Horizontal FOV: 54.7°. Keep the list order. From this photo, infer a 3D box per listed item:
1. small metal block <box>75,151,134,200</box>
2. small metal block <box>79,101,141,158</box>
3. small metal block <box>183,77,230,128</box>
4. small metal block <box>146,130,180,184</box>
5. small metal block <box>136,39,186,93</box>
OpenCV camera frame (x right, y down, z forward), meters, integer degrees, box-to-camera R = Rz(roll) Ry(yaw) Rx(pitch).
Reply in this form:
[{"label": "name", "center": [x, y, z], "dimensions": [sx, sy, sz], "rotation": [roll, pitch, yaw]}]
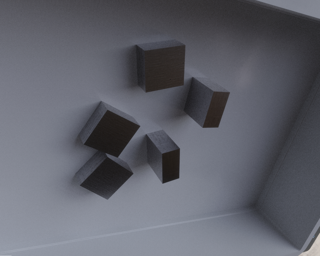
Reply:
[{"label": "small metal block", "center": [-0.073, 0.060, 0.407], "dimensions": [0.050, 0.025, 0.050], "rotation": [-46, 130, 3]}, {"label": "small metal block", "center": [-0.061, 0.002, 0.378], "dimensions": [0.050, 0.025, 0.050], "rotation": [28, 103, -38]}, {"label": "small metal block", "center": [0.060, -0.034, 0.406], "dimensions": [0.025, 0.050, 0.050], "rotation": [-1, 119, -28]}, {"label": "small metal block", "center": [0.004, 0.038, 0.420], "dimensions": [0.025, 0.050, 0.050], "rotation": [-15, 125, -21]}, {"label": "small metal block", "center": [0.001, -0.074, 0.365], "dimensions": [0.050, 0.025, 0.050], "rotation": [-14, 124, -21]}]
